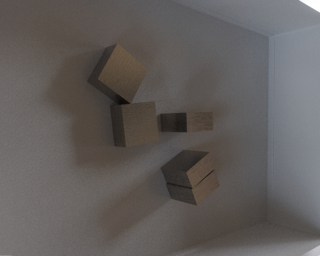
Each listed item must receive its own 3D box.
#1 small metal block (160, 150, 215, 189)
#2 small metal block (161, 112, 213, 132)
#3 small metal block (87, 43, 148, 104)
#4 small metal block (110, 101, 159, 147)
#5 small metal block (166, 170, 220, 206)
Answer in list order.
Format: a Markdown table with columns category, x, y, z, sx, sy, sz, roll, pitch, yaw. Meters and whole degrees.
| category | x | y | z | sx | sy | sz | roll | pitch | yaw |
| --- | --- | --- | --- | --- | --- | --- | --- | --- | --- |
| small metal block | 0.038 | 0.055 | 0.425 | 0.050 | 0.050 | 0.025 | -34 | 112 | -35 |
| small metal block | 0.037 | -0.008 | 0.423 | 0.050 | 0.050 | 0.025 | -4 | 93 | -40 |
| small metal block | -0.049 | -0.062 | 0.367 | 0.050 | 0.025 | 0.050 | 37 | 67 | -34 |
| small metal block | -0.031 | -0.006 | 0.383 | 0.050 | 0.025 | 0.050 | -10 | 97 | -40 |
| small metal block | 0.046 | 0.079 | 0.431 | 0.050 | 0.050 | 0.025 | -31 | 110 | -36 |
